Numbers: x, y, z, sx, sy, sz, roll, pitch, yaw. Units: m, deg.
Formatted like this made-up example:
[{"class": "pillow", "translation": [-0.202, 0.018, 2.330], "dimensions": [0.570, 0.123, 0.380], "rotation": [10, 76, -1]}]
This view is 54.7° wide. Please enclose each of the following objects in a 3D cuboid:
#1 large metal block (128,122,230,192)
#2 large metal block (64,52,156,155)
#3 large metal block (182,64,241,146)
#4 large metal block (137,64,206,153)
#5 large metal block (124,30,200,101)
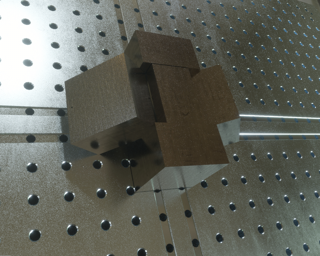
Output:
[{"class": "large metal block", "translation": [0.018, 0.035, 0.361], "dimensions": [0.081, 0.080, 0.050], "rotation": [1, 62, -28]}, {"class": "large metal block", "translation": [-0.056, -0.025, 0.351], "dimensions": [0.050, 0.080, 0.080], "rotation": [37, 36, -59]}, {"class": "large metal block", "translation": [0.070, -0.025, 0.416], "dimensions": [0.050, 0.080, 0.080], "rotation": [-16, 64, 6]}, {"class": "large metal block", "translation": [0.004, -0.021, 0.388], "dimensions": [0.050, 0.080, 0.080], "rotation": [1, 61, -28]}, {"class": "large metal block", "translation": [-0.006, -0.079, 0.418], "dimensions": [0.081, 0.080, 0.050], "rotation": [1, 62, -28]}]
